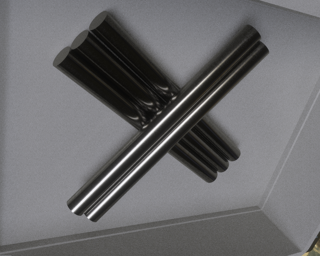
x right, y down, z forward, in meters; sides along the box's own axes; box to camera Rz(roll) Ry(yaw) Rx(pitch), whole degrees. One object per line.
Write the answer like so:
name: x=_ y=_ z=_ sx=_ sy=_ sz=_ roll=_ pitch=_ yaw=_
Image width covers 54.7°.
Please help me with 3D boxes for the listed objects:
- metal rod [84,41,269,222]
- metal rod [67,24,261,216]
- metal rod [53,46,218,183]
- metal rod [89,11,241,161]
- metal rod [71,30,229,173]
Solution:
metal rod: x=0.018 y=0.005 z=0.387 sx=0.300 sy=0.025 sz=0.025 roll=-45 pitch=129 yaw=3
metal rod: x=0.003 y=-0.007 z=0.371 sx=0.300 sy=0.025 sz=0.025 roll=-45 pitch=129 yaw=3
metal rod: x=-0.008 y=0.003 z=0.403 sx=0.025 sy=0.025 sz=0.301 roll=-47 pitch=129 yaw=4
metal rod: x=0.028 y=-0.032 z=0.402 sx=0.025 sy=0.025 sz=0.301 roll=-47 pitch=129 yaw=4
metal rod: x=0.010 y=-0.014 z=0.403 sx=0.025 sy=0.025 sz=0.301 roll=-47 pitch=129 yaw=4
